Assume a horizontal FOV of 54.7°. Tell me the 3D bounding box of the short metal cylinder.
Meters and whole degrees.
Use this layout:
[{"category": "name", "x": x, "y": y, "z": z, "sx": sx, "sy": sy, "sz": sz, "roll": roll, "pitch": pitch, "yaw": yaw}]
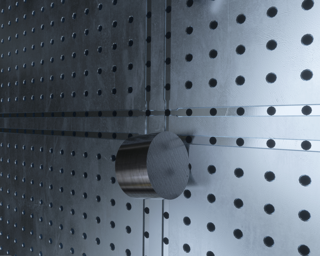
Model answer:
[{"category": "short metal cylinder", "x": -0.008, "y": 0.046, "z": 0.378, "sx": 0.050, "sy": 0.081, "sz": 0.080, "roll": -10, "pitch": 84, "yaw": 39}]
